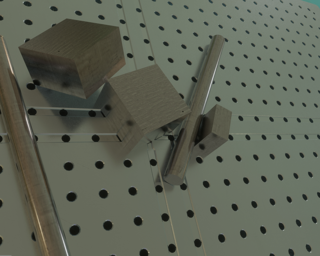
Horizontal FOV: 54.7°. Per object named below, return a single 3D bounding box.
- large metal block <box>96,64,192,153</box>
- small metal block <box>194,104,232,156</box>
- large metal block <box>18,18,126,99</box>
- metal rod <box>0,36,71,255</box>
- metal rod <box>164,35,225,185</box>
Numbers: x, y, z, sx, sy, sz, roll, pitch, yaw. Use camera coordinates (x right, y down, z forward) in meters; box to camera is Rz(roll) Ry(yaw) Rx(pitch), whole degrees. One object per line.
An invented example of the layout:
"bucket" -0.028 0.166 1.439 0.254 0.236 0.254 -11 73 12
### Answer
"large metal block" -0.021 -0.027 0.397 0.081 0.050 0.080 -26 76 -37
"small metal block" 0.072 0.003 0.429 0.025 0.050 0.050 27 53 -12
"large metal block" -0.100 -0.085 0.367 0.080 0.050 0.080 17 47 24
"metal rod" -0.136 0.029 0.317 0.025 0.025 0.299 -12 68 -33
"metal rod" 0.061 -0.047 0.469 0.025 0.025 0.300 29 52 -10
